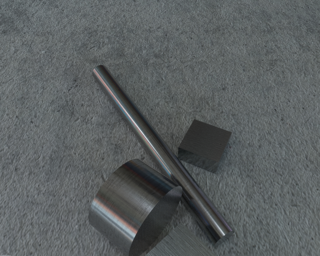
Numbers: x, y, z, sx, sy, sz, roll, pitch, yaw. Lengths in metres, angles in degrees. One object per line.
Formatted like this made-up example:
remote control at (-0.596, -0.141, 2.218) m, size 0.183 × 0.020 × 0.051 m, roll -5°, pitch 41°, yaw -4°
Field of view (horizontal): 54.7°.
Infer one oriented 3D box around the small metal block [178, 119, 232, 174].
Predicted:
small metal block at (0.056, 0.022, 0.385) m, size 0.050 × 0.025 × 0.050 m, roll 21°, pitch 53°, yaw 16°

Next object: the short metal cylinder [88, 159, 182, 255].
short metal cylinder at (-0.022, 0.077, 0.302) m, size 0.050 × 0.080 × 0.080 m, roll 31°, pitch 57°, yaw 23°

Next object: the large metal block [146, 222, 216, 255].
large metal block at (0.017, 0.145, 0.266) m, size 0.080 × 0.050 × 0.080 m, roll -35°, pitch 59°, yaw -26°

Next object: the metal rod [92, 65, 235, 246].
metal rod at (-0.013, 0.012, 0.392) m, size 0.025 × 0.025 × 0.300 m, roll -25°, pitch 55°, yaw -20°
